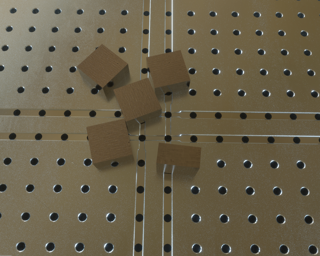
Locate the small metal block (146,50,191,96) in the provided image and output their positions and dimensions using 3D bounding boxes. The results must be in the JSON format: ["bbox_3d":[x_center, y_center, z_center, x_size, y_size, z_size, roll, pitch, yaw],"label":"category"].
[{"bbox_3d":[0.011,-0.078,0.440,0.050,0.025,0.050,-13,71,-5],"label":"small metal block"}]

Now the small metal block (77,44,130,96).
[{"bbox_3d":[-0.080,-0.083,0.441,0.050,0.025,0.050,39,74,12],"label":"small metal block"}]

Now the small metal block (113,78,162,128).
[{"bbox_3d":[-0.030,-0.034,0.424,0.050,0.025,0.050,-21,72,-8],"label":"small metal block"}]

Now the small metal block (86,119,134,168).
[{"bbox_3d":[-0.064,0.020,0.404,0.050,0.025,0.050,-13,71,-5],"label":"small metal block"}]

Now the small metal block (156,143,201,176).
[{"bbox_3d":[0.022,0.040,0.384,0.050,0.050,0.025,6,70,2],"label":"small metal block"}]
